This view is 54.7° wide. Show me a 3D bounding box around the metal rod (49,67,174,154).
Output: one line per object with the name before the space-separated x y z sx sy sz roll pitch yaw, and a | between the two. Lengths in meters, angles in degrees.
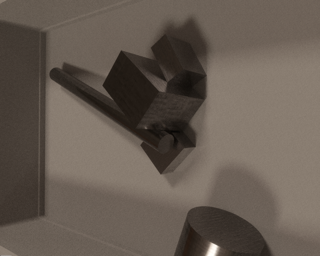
metal rod | -0.090 -0.039 0.459 0.300 0.025 0.025 31 109 41

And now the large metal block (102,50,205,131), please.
large metal block | -0.008 -0.043 0.373 0.080 0.081 0.050 50 119 32

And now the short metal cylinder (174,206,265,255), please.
short metal cylinder | 0.060 0.124 0.320 0.080 0.081 0.050 25 106 37

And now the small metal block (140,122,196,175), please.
small metal block | 0.009 0.023 0.398 0.050 0.025 0.050 -52 60 27

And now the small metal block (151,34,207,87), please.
small metal block | 0.023 -0.079 0.370 0.025 0.050 0.050 -36 68 33
